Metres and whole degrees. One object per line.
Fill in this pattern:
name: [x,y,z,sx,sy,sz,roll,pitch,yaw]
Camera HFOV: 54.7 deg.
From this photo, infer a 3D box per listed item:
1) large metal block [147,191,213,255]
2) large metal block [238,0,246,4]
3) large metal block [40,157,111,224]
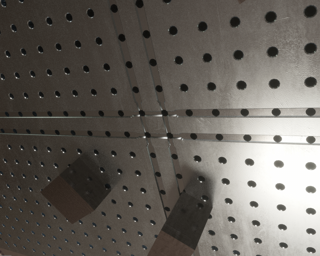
large metal block: [0.028,0.155,0.456,0.050,0.080,0.079,29,128,10]
large metal block: [0.085,-0.162,0.250,0.080,0.050,0.080,-26,105,36]
large metal block: [-0.147,0.110,0.538,0.080,0.050,0.080,48,129,-6]
